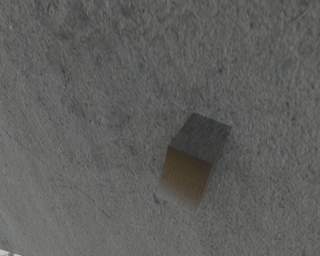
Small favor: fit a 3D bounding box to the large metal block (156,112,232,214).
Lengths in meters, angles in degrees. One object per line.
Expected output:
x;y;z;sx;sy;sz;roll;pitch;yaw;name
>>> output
0.041;0.040;0.373;0.050;0.080;0.079;22;127;14;large metal block
